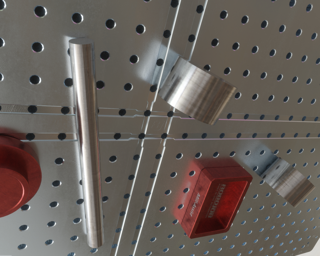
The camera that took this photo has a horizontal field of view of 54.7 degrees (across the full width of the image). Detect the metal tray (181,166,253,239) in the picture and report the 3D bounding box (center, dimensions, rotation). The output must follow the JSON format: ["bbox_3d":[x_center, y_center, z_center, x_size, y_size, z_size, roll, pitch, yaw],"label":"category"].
[{"bbox_3d":[0.098,0.130,0.541,0.091,0.030,0.129,2,118,-29],"label":"metal tray"}]

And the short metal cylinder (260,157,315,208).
[{"bbox_3d":[0.230,0.098,0.561,0.050,0.080,0.080,-48,129,5],"label":"short metal cylinder"}]

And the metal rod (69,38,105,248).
[{"bbox_3d":[-0.087,0.041,0.388,0.025,0.025,0.298,-11,123,-23],"label":"metal rod"}]

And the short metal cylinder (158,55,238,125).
[{"bbox_3d":[0.045,-0.046,0.372,0.081,0.080,0.050,18,109,-35],"label":"short metal cylinder"}]

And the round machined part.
[{"bbox_3d":[-0.181,0.060,0.338,0.099,0.042,0.097,-14,124,-21],"label":"round machined part"}]
